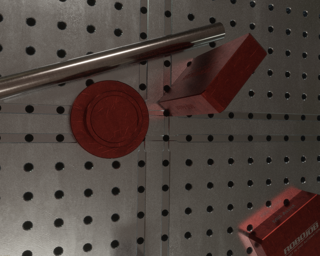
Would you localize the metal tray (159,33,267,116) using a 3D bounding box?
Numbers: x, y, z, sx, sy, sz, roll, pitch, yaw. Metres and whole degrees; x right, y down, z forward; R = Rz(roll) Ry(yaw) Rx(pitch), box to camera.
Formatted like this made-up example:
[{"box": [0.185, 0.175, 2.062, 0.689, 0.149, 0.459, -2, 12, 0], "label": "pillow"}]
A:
[{"box": [0.057, -0.059, 0.379, 0.030, 0.130, 0.090, 43, 77, -16], "label": "metal tray"}]

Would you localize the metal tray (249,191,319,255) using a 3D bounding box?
[{"box": [0.214, 0.173, 0.492, 0.131, 0.030, 0.090, -31, 101, -18], "label": "metal tray"}]

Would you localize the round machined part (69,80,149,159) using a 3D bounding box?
[{"box": [-0.060, -0.010, 0.382, 0.099, 0.042, 0.097, 0, 90, -21], "label": "round machined part"}]

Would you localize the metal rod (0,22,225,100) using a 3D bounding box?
[{"box": [-0.048, -0.091, 0.395, 0.302, 0.025, 0.025, -20, 97, -19], "label": "metal rod"}]
